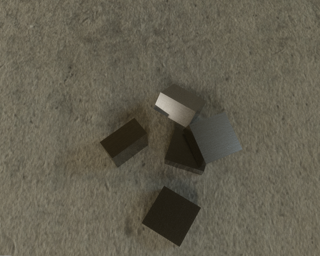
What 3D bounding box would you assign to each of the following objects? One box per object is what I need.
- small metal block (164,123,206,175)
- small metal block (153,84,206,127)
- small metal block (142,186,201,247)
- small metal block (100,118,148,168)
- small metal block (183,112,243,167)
[{"bbox_3d":[0.037,0.028,0.399,0.050,0.025,0.050,17,71,6],"label":"small metal block"},{"bbox_3d":[0.027,-0.030,0.405,0.050,0.025,0.050,30,29,10],"label":"small metal block"},{"bbox_3d":[0.013,0.105,0.370,0.050,0.025,0.050,30,72,10],"label":"small metal block"},{"bbox_3d":[-0.043,0.020,0.387,0.050,0.050,0.025,-36,74,-12],"label":"small metal block"},{"bbox_3d":[0.063,0.014,0.377,0.050,0.025,0.050,-19,79,-17],"label":"small metal block"}]
